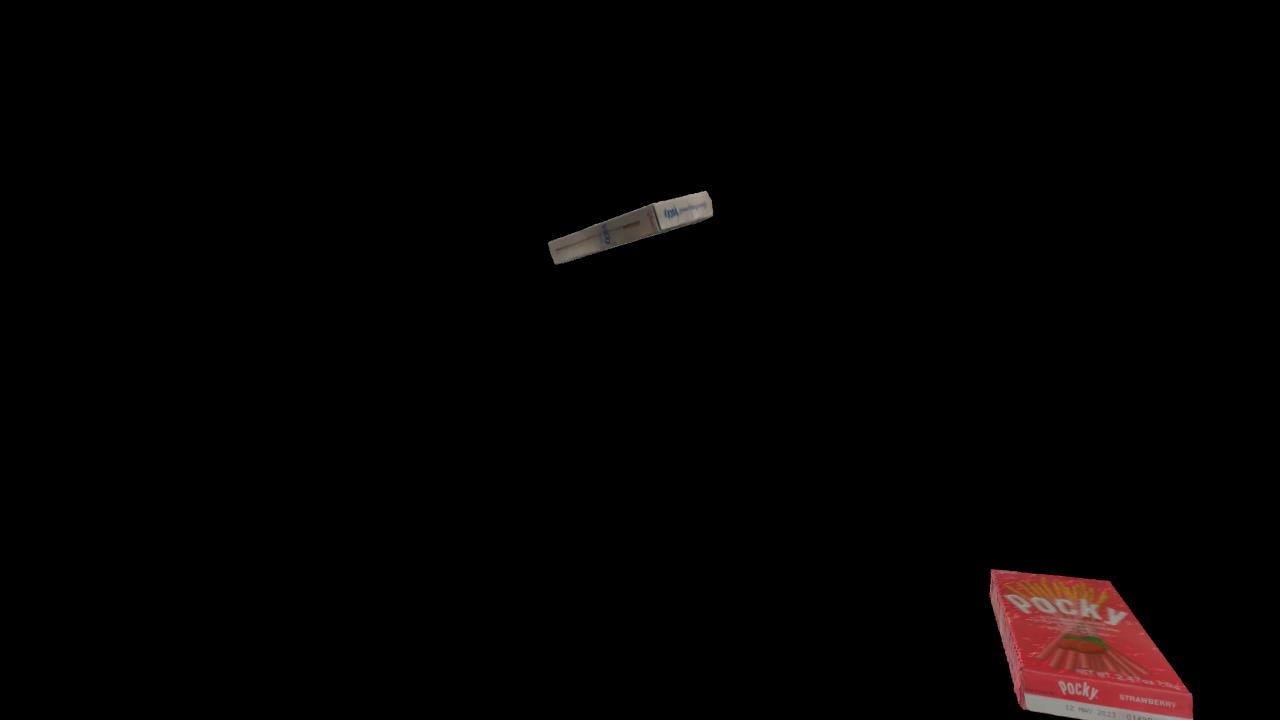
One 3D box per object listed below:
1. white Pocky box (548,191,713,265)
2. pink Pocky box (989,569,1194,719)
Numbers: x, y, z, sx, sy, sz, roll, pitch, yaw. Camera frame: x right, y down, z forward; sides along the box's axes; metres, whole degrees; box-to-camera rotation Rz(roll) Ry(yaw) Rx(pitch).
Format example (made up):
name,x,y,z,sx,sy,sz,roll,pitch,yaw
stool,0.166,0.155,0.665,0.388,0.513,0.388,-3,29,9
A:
name,x,y,z,sx,sy,sz,roll,pitch,yaw
white Pocky box,-0.013,-0.128,0.604,0.154,0.028,0.084,-6,16,45
pink Pocky box,0.299,0.192,0.426,0.084,0.029,0.155,-1,5,24
